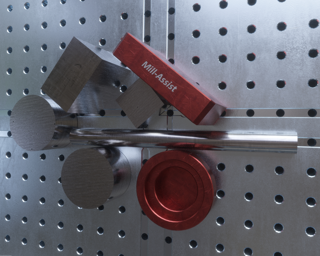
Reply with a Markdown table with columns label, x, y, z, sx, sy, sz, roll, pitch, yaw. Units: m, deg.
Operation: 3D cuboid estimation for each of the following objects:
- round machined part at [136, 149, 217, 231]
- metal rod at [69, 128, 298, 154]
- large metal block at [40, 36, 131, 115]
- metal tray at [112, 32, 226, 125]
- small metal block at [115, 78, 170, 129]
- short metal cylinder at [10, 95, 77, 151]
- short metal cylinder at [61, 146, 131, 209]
| label | x | y | z | sx | sy | sz | roll | pitch | yaw |
| --- | --- | --- | --- | --- | --- | --- | --- | --- | --- |
| round machined part | 0.023 | 0.076 | 0.395 | 0.098 | 0.042 | 0.097 | 0 | 90 | 20 |
| metal rod | 0.016 | 0.015 | 0.407 | 0.301 | 0.025 | 0.025 | 1 | 90 | 19 |
| large metal block | -0.097 | -0.066 | 0.418 | 0.050 | 0.080 | 0.080 | 40 | 103 | 15 |
| metal tray | 0.015 | -0.056 | 0.372 | 0.130 | 0.090 | 0.030 | 42 | 103 | 15 |
| small metal block | -0.023 | -0.034 | 0.421 | 0.050 | 0.025 | 0.050 | -41 | 77 | 15 |
| short metal cylinder | -0.172 | -0.007 | 0.459 | 0.080 | 0.050 | 0.080 | 0 | 90 | 20 |
| short metal cylinder | -0.088 | 0.066 | 0.430 | 0.080 | 0.050 | 0.080 | 0 | 90 | 20 |
